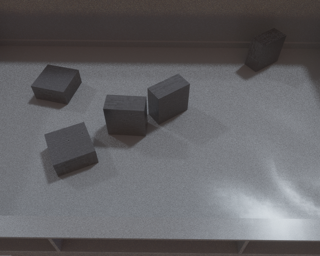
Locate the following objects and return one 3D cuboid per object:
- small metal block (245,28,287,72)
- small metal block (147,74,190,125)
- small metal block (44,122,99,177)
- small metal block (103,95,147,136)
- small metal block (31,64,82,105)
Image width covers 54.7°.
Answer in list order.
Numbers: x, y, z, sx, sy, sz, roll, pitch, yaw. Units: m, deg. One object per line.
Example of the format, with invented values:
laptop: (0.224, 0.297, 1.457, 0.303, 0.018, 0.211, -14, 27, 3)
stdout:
small metal block: (0.168, -0.124, 0.494, 0.050, 0.050, 0.025, -28, 56, -21)
small metal block: (0.012, -0.039, 0.421, 0.050, 0.050, 0.025, -28, 56, -22)
small metal block: (-0.109, 0.025, 0.383, 0.050, 0.025, 0.050, -19, 53, -16)
small metal block: (-0.043, -0.016, 0.401, 0.050, 0.050, 0.025, 3, 50, 2)
small metal block: (-0.152, -0.065, 0.459, 0.050, 0.025, 0.050, 11, 51, 9)
